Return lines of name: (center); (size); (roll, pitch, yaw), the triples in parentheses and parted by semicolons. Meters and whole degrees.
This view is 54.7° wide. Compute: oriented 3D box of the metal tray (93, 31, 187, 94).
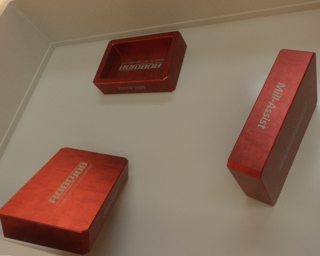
metal tray: (-0.032, -0.099, 0.477); (0.130, 0.030, 0.090); (1, 62, 28)

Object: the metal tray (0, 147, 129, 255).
metal tray: (-0.097, 0.072, 0.345); (0.090, 0.030, 0.130); (9, 27, 9)

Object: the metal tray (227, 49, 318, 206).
metal tray: (0.115, 0.001, 0.302); (0.030, 0.090, 0.130); (18, 71, 35)
